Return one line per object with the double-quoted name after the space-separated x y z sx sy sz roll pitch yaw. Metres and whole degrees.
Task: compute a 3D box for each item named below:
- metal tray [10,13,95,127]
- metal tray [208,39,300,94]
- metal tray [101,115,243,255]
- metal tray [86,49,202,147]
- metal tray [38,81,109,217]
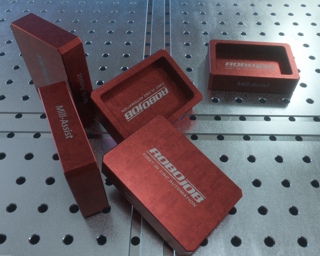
-0.130 -0.069 0.396 0.090 0.129 0.030 31 57 23 "metal tray"
0.142 -0.099 0.488 0.131 0.030 0.090 4 50 2 "metal tray"
0.011 0.057 0.336 0.130 0.030 0.090 44 61 14 "metal tray"
-0.017 -0.037 0.408 0.131 0.030 0.090 -38 90 -28 "metal tray"
-0.096 0.022 0.345 0.030 0.089 0.130 -19 53 -16 "metal tray"
